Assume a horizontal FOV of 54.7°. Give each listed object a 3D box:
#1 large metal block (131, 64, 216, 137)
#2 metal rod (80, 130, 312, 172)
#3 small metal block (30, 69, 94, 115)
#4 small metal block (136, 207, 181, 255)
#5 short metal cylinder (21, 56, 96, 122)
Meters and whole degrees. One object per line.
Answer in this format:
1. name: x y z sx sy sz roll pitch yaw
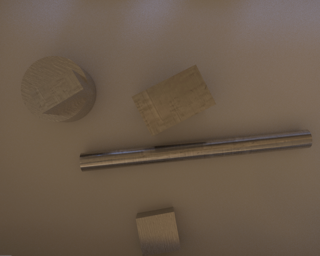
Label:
1. large metal block: 0.015 -0.031 0.384 0.080 0.080 0.050 -27 90 0
2. metal rod: 0.047 0.030 0.412 0.302 0.025 0.025 -6 90 -1
3. small metal block: -0.108 -0.039 0.348 0.050 0.050 0.025 -31 91 0
4. small metal block: -0.002 0.137 0.412 0.050 0.025 0.050 -10 90 -1
5. short metal cylinder: -0.127 -0.047 0.397 0.081 0.050 0.079 0 90 -1
